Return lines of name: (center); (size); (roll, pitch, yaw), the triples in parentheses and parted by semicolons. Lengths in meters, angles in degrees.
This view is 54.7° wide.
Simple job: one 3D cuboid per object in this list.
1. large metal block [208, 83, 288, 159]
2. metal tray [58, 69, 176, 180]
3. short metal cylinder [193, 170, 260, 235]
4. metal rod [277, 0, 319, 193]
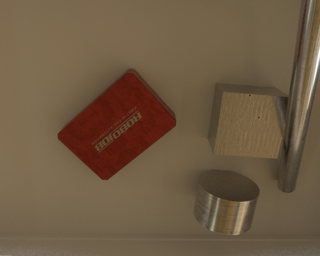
large metal block: (0.110, -0.010, 0.396); (0.081, 0.050, 0.079); (4, 110, -2)
metal tray: (-0.055, -0.002, 0.407); (0.130, 0.030, 0.090); (-39, 106, 12)
short metal cylinder: (0.089, 0.098, 0.420); (0.081, 0.080, 0.050); (5, 110, -3)
metal rod: (0.154, -0.021, 0.343); (0.025, 0.025, 0.299); (-12, 134, 4)
